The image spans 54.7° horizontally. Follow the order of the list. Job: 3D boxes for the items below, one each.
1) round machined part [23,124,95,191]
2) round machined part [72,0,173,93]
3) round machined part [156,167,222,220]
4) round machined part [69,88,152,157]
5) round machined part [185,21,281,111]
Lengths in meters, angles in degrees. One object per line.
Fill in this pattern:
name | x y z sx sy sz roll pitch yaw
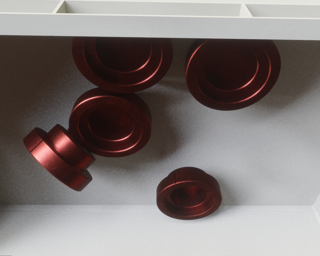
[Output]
round machined part | -0.122 0.032 0.399 0.042 0.098 0.098 -46 123 -8
round machined part | -0.037 -0.087 0.319 0.099 0.042 0.097 -2 136 -2
round machined part | 0.044 0.098 0.482 0.099 0.042 0.097 -1 130 0
round machined part | -0.060 -0.012 0.387 0.099 0.042 0.097 -1 130 0
round machined part | 0.076 -0.070 0.340 0.099 0.042 0.097 -1 130 0
